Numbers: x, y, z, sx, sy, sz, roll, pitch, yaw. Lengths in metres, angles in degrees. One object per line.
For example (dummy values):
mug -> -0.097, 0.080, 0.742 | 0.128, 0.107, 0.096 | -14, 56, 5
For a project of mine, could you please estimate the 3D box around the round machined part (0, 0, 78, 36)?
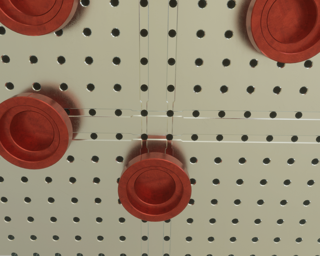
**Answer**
round machined part -> -0.140, -0.155, 0.346 | 0.099, 0.042, 0.097 | 0, 110, 0

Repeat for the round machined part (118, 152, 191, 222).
round machined part -> -0.007, 0.078, 0.433 | 0.099, 0.042, 0.097 | 0, 110, 0

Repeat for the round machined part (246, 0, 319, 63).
round machined part -> 0.149, -0.127, 0.359 | 0.099, 0.042, 0.097 | 0, 110, 0

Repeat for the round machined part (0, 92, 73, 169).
round machined part -> -0.163, 0.001, 0.403 | 0.099, 0.042, 0.097 | 0, 110, 0
